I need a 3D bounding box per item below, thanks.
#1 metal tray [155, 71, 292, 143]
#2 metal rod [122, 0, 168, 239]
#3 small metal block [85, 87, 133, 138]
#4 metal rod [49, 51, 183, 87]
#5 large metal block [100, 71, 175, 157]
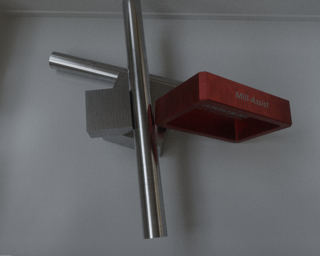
[{"bbox_3d":[0.071,-0.017,0.352,0.131,0.090,0.030,12,68,-29],"label":"metal tray"},{"bbox_3d":[-0.022,-0.028,0.365,0.025,0.025,0.299,-6,70,-3],"label":"metal rod"},{"bbox_3d":[-0.058,-0.018,0.361,0.050,0.025,0.050,-6,70,-3],"label":"small metal block"},{"bbox_3d":[-0.006,-0.061,0.431,0.302,0.025,0.025,14,71,4],"label":"metal rod"},{"bbox_3d":[-0.025,-0.017,0.401,0.080,0.050,0.080,17,71,6],"label":"large metal block"}]
